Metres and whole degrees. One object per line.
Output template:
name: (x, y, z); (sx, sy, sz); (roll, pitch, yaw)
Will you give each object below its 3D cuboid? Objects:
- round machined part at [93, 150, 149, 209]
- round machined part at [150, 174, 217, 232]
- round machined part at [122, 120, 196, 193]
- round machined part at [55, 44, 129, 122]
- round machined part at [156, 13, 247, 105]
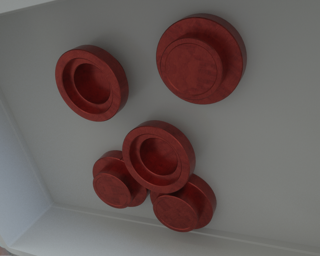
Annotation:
round machined part: (-0.065, 0.087, 0.486); (0.098, 0.042, 0.097); (13, 124, 21)
round machined part: (0.029, 0.112, 0.452); (0.098, 0.042, 0.097); (13, 124, 21)
round machined part: (0.002, 0.035, 0.413); (0.098, 0.042, 0.097); (12, 118, 24)
round machined part: (-0.083, -0.061, 0.404); (0.098, 0.042, 0.097); (13, 124, 21)
round machined part: (0.040, -0.069, 0.334); (0.098, 0.042, 0.097); (13, 124, 21)
